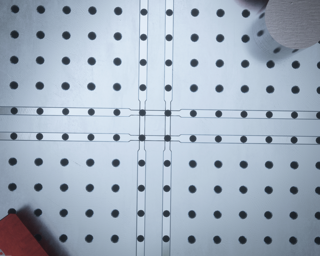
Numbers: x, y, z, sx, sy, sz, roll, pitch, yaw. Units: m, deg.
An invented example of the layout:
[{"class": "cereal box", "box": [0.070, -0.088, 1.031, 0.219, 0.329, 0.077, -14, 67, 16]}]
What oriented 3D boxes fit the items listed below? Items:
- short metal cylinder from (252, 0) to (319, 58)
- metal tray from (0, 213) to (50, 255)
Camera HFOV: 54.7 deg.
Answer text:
[{"class": "short metal cylinder", "box": [0.168, -0.136, 0.403, 0.081, 0.050, 0.079, 0, 90, -1]}, {"class": "metal tray", "box": [-0.185, 0.185, 0.387, 0.091, 0.030, 0.130, -38, 91, -31]}]
